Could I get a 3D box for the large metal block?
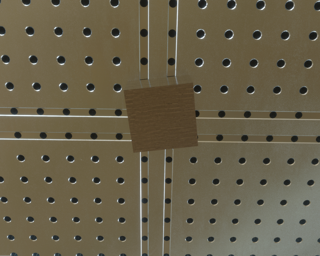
[{"bbox_3d":[0.003,-0.019,0.393,0.080,0.050,0.080,-6,110,2],"label":"large metal block"}]
